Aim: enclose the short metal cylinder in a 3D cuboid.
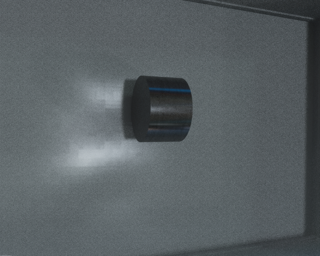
[{"bbox_3d":[0.000,-0.023,0.380,0.050,0.080,0.079,0,90,-20],"label":"short metal cylinder"}]
